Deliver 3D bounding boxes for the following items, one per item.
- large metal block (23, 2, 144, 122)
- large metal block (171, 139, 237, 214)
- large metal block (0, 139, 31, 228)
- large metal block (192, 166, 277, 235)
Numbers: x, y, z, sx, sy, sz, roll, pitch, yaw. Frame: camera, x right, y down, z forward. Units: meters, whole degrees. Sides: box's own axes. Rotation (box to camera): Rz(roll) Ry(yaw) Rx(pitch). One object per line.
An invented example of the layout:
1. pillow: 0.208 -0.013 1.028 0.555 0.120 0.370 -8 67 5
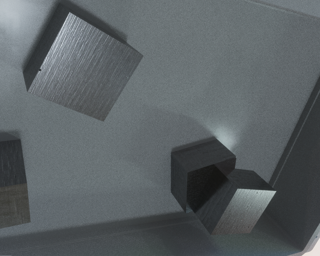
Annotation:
1. large metal block: -0.078 -0.064 0.311 0.080 0.050 0.080 23 106 -37
2. large metal block: 0.064 0.072 0.472 0.081 0.050 0.079 -15 125 -20
3. large metal block: -0.179 0.057 0.311 0.081 0.080 0.050 -6 121 -25
4. large metal block: 0.107 0.106 0.452 0.081 0.050 0.079 11 113 -33
